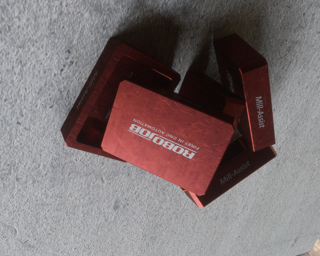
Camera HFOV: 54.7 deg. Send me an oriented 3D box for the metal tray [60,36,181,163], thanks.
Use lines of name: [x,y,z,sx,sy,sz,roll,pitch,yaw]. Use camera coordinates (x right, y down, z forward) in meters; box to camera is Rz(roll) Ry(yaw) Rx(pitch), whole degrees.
metal tray: [-0.046,-0.028,0.364,0.091,0.030,0.129,22,107,-37]

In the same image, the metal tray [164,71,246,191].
metal tray: [0.045,0.004,0.395,0.030,0.090,0.129,7,116,-32]

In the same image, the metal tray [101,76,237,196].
metal tray: [0.007,0.007,0.345,0.130,0.030,0.089,24,112,9]

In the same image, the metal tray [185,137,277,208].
metal tray: [0.094,0.059,0.456,0.130,0.090,0.030,-33,94,-7]

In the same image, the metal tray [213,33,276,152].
metal tray: [0.109,-0.044,0.397,0.030,0.090,0.129,-21,128,1]
